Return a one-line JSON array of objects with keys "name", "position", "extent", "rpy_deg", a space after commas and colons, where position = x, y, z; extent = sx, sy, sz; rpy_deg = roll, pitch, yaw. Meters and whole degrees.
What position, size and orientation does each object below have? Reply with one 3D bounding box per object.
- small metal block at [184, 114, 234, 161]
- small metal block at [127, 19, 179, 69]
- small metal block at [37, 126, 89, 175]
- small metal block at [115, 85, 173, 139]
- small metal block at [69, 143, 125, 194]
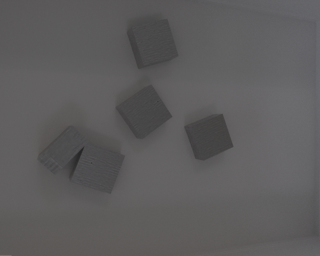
[{"name": "small metal block", "position": [0.069, 0.012, 0.436], "extent": [0.050, 0.025, 0.050], "rpy_deg": [-22, 98, -19]}, {"name": "small metal block", "position": [-0.010, -0.110, 0.407], "extent": [0.050, 0.025, 0.050], "rpy_deg": [-20, 97, -19]}, {"name": "small metal block", "position": [-0.112, 0.024, 0.356], "extent": [0.050, 0.050, 0.025], "rpy_deg": [-47, 105, -14]}, {"name": "small metal block", "position": [-0.021, -0.021, 0.403], "extent": [0.050, 0.025, 0.050], "rpy_deg": [-37, 102, -16]}, {"name": "small metal block", "position": [-0.078, 0.048, 0.382], "extent": [0.050, 0.025, 0.050], "rpy_deg": [22, 83, -19]}]
